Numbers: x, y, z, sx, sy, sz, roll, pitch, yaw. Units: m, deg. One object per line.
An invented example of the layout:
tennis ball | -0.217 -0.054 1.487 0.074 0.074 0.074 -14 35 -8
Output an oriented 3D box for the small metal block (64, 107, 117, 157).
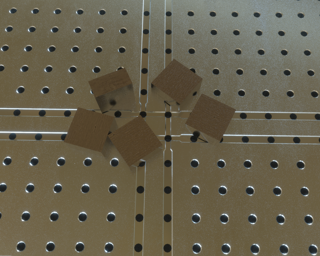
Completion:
small metal block | -0.091 0.006 0.409 0.050 0.025 0.050 15 71 5

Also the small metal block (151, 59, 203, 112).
small metal block | 0.023 -0.060 0.434 0.050 0.025 0.050 38 74 12

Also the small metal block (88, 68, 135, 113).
small metal block | -0.063 -0.050 0.416 0.050 0.050 0.025 -23 72 -8

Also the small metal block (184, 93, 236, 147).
small metal block | 0.067 -0.011 0.417 0.050 0.025 0.050 27 72 9

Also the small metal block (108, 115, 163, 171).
small metal block | -0.032 0.019 0.404 0.050 0.025 0.050 -33 74 -12
